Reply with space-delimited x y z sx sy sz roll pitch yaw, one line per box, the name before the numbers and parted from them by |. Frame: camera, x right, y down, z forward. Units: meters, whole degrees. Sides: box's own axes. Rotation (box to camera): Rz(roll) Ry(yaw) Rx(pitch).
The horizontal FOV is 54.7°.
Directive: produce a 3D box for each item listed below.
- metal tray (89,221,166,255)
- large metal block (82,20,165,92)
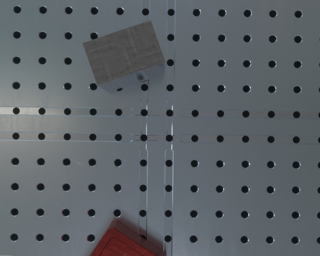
metal tray | -0.062 0.203 0.410 0.090 0.030 0.130 34 90 0
large metal block | -0.040 -0.084 0.385 0.080 0.080 0.050 -19 90 0
